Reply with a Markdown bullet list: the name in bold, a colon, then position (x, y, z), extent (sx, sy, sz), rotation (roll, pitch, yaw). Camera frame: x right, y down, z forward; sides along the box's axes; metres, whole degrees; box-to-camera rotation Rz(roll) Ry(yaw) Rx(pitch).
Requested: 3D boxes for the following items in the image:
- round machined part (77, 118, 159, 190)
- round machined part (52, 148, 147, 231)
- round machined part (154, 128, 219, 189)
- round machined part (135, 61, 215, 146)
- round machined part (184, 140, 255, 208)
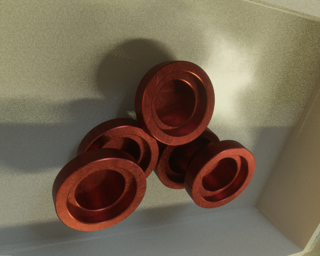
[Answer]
- **round machined part**: position (-0.054, 0.030, 0.385), extent (0.099, 0.042, 0.097), rotation (-14, 124, -21)
- **round machined part**: position (-0.068, 0.063, 0.343), extent (0.099, 0.042, 0.097), rotation (-14, 124, -21)
- **round machined part**: position (0.033, 0.035, 0.435), extent (0.099, 0.042, 0.097), rotation (-14, 124, -21)
- **round machined part**: position (0.014, -0.031, 0.371), extent (0.099, 0.042, 0.097), rotation (-7, 104, -29)
- **round machined part**: position (0.075, 0.057, 0.419), extent (0.099, 0.042, 0.097), rotation (-14, 124, -21)
